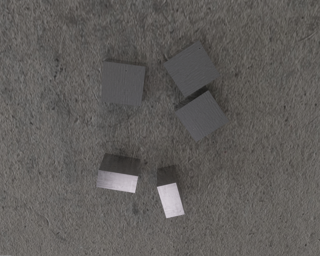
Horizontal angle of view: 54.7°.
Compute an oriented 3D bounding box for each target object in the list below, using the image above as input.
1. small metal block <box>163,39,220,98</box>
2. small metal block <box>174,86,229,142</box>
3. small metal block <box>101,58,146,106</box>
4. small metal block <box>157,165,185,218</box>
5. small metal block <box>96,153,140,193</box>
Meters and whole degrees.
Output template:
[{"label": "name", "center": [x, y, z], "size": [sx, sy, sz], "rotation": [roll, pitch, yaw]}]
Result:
[{"label": "small metal block", "center": [0.038, -0.074, 0.383], "size": [0.050, 0.025, 0.050], "rotation": [-32, 107, 11]}, {"label": "small metal block", "center": [0.053, -0.018, 0.403], "size": [0.050, 0.025, 0.050], "rotation": [-33, 107, 11]}, {"label": "small metal block", "center": [-0.045, -0.057, 0.388], "size": [0.050, 0.025, 0.050], "rotation": [7, 110, -3]}, {"label": "small metal block", "center": [0.015, 0.087, 0.428], "size": [0.025, 0.050, 0.050], "rotation": [-14, 110, 5]}, {"label": "small metal block", "center": [-0.055, 0.060, 0.418], "size": [0.050, 0.050, 0.025], "rotation": [10, 110, -4]}]
